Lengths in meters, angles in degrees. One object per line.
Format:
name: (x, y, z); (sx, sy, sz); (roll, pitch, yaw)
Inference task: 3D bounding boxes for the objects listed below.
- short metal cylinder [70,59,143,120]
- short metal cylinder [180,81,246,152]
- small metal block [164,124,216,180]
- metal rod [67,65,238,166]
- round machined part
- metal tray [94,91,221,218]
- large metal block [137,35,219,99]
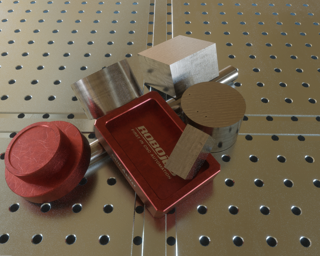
short metal cylinder: (-0.069, -0.051, 0.407); (0.080, 0.050, 0.080); (-24, 12, 6)
short metal cylinder: (0.066, -0.015, 0.404); (0.081, 0.050, 0.080); (0, 50, 0)
small metal block: (0.034, 0.027, 0.331); (0.025, 0.050, 0.050); (29, 91, 20)
metal rod: (-0.008, -0.014, 0.421); (0.302, 0.025, 0.025); (-31, 57, -23)
round machined part: (-0.133, 0.031, 0.352); (0.098, 0.042, 0.098); (-8, 55, 13)
metal tray: (-0.005, 0.026, 0.364); (0.091, 0.030, 0.130); (-31, 69, -23)
large metal block: (0.027, -0.093, 0.455); (0.081, 0.050, 0.080); (-30, 37, -23)
